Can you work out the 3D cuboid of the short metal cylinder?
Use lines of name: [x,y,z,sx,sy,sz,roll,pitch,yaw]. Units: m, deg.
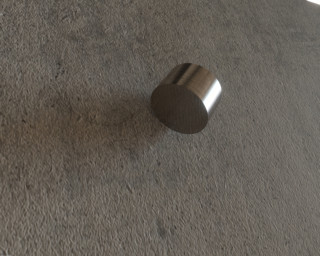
short metal cylinder: [0.035,-0.038,0.410,0.080,0.080,0.050,38,51,-3]
